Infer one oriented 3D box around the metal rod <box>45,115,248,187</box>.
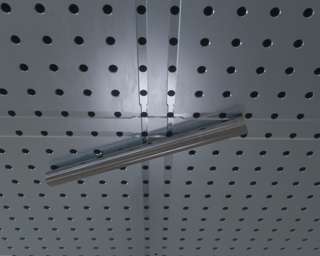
[{"bbox_3d":[-0.028,0.036,0.441,0.301,0.025,0.025,-16,128,13],"label":"metal rod"}]
